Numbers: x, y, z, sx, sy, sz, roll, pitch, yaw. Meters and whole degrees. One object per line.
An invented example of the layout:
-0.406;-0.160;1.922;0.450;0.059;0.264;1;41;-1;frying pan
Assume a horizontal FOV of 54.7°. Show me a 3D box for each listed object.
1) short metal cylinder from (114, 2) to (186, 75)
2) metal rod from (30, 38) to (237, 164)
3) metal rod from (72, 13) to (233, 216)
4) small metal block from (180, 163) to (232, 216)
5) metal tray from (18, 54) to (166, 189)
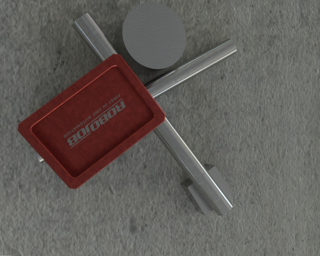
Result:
-0.014;-0.110;0.392;0.081;0.050;0.079;0;90;-21;short metal cylinder
-0.020;-0.044;0.404;0.302;0.025;0.025;-31;101;-18;metal rod
-0.001;-0.007;0.385;0.025;0.025;0.300;-41;103;-16;metal rod
0.065;0.086;0.435;0.050;0.025;0.050;-35;102;-17;small metal block
-0.071;-0.008;0.341;0.130;0.030;0.090;-38;102;-4;metal tray
